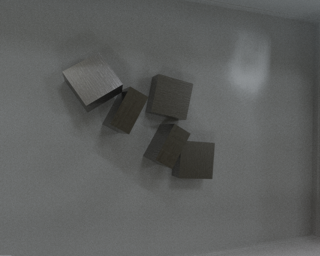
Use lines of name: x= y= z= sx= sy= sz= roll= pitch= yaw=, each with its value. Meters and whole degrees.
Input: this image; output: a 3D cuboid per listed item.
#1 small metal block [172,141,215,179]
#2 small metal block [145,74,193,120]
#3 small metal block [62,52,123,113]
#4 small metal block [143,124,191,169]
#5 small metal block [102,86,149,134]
small metal block: x=0.046 y=0.043 z=0.429 sx=0.050 sy=0.025 sz=0.050 roll=5 pitch=88 yaw=-20
small metal block: x=0.012 y=-0.040 z=0.416 sx=0.050 sy=0.025 sz=0.050 roll=13 pitch=86 yaw=-20
small metal block: x=-0.080 y=-0.055 z=0.373 sx=0.050 sy=0.025 sz=0.050 roll=-34 pitch=82 yaw=-17
small metal block: x=0.008 y=0.022 z=0.401 sx=0.025 sy=0.050 sz=0.050 roll=32 pitch=80 yaw=-18
small metal block: x=-0.044 y=-0.021 z=0.382 sx=0.025 sy=0.050 sz=0.050 roll=30 pitch=80 yaw=-19
